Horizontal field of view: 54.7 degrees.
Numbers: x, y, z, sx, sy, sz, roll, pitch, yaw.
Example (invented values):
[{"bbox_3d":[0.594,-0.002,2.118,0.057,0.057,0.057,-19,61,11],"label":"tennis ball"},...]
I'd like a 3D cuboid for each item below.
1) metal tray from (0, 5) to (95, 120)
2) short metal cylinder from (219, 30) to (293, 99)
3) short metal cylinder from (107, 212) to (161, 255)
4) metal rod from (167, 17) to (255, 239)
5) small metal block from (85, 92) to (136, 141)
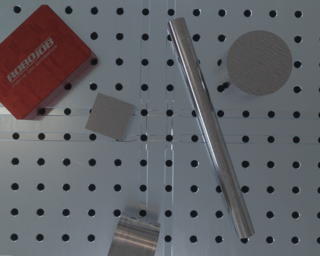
[{"bbox_3d":[-0.163,-0.084,0.409,0.130,0.030,0.090,-44,90,0],"label":"metal tray"},{"bbox_3d":[0.121,-0.079,0.402,0.081,0.050,0.079,0,90,0],"label":"short metal cylinder"},{"bbox_3d":[-0.035,0.151,0.386,0.050,0.080,0.080,17,90,0],"label":"short metal cylinder"},{"bbox_3d":[0.068,0.000,0.413,0.025,0.025,0.298,-18,90,0],"label":"metal rod"},{"bbox_3d":[-0.065,-0.014,0.413,0.050,0.025,0.050,20,90,0],"label":"small metal block"}]
